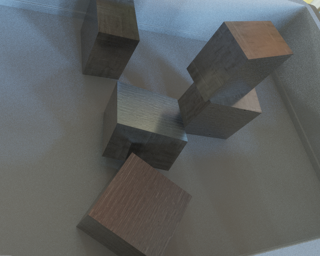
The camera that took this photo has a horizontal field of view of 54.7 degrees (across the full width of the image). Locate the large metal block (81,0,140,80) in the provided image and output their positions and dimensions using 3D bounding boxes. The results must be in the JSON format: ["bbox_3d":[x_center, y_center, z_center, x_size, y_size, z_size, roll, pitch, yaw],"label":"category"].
[{"bbox_3d":[-0.069,-0.123,0.409,0.050,0.080,0.080,5,60,-26],"label":"large metal block"}]

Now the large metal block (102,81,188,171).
[{"bbox_3d":[-0.021,-0.003,0.367,0.081,0.050,0.080,15,36,-20],"label":"large metal block"}]

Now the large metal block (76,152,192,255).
[{"bbox_3d":[-0.025,0.087,0.324,0.080,0.050,0.080,37,51,-4],"label":"large metal block"}]

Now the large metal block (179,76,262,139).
[{"bbox_3d":[0.078,-0.028,0.432,0.081,0.080,0.050,8,58,-24],"label":"large metal block"}]

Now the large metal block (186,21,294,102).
[{"bbox_3d":[0.093,-0.079,0.368,0.081,0.080,0.050,-14,69,-34],"label":"large metal block"}]
